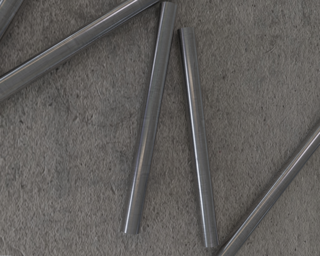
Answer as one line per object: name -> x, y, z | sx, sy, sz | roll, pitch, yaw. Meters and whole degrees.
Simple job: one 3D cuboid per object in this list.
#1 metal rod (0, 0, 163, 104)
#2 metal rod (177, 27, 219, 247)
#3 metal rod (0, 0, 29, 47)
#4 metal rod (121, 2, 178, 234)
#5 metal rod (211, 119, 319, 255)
metal rod -> -0.082, -0.117, 0.378 | 0.301, 0.025, 0.025 | -38, 103, -16
metal rod -> 0.053, 0.014, 0.428 | 0.025, 0.025, 0.298 | -8, 93, -20
metal rod -> -0.171, -0.129, 0.345 | 0.025, 0.025, 0.299 | 29, 80, -18
metal rod -> -0.013, -0.015, 0.403 | 0.025, 0.025, 0.298 | 11, 86, -20
metal rod -> 0.181, 0.089, 0.475 | 0.301, 0.025, 0.025 | -46, 105, -14
